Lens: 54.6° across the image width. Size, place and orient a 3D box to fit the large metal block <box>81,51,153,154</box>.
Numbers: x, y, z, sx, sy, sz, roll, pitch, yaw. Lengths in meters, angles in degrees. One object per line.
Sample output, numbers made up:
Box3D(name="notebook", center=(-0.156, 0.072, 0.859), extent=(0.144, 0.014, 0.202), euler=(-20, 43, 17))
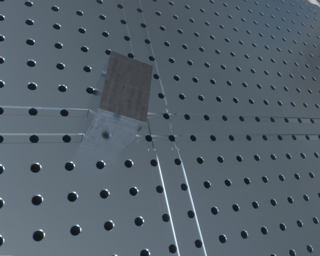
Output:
Box3D(name="large metal block", center=(-0.050, -0.027, 0.362), extent=(0.050, 0.080, 0.080), euler=(17, 55, -19))
